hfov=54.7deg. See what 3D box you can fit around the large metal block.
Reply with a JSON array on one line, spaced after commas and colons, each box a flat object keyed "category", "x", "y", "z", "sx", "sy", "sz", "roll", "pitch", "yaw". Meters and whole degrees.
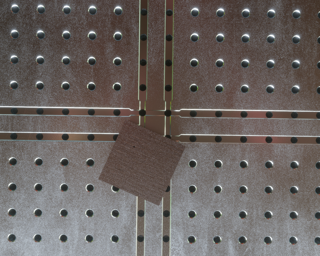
[{"category": "large metal block", "x": -0.022, "y": 0.042, "z": 0.401, "sx": 0.080, "sy": 0.050, "sz": 0.080, "roll": 24, "pitch": 90, "yaw": -1}]
